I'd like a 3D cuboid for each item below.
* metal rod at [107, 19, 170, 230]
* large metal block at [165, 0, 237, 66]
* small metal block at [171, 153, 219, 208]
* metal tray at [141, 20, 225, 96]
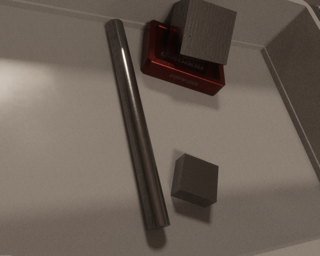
[{"bbox_3d":[-0.034,-0.023,0.402,0.025,0.025,0.299,0,62,-29],"label":"metal rod"},{"bbox_3d":[0.061,-0.143,0.470,0.081,0.050,0.079,7,97,-25],"label":"large metal block"},{"bbox_3d":[0.045,0.066,0.391,0.050,0.025,0.050,22,53,-16],"label":"small metal block"},{"bbox_3d":[0.038,-0.110,0.491,0.131,0.030,0.090,15,56,-20],"label":"metal tray"}]
